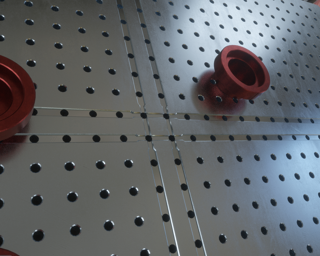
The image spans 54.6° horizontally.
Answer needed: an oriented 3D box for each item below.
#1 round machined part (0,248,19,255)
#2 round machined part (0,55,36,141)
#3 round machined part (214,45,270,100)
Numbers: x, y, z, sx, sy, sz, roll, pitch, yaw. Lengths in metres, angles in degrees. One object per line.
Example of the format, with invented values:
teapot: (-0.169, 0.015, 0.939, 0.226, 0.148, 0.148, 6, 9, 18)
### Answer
round machined part: (-0.142, 0.144, 0.233, 0.099, 0.042, 0.098, 13, 56, -21)
round machined part: (-0.182, -0.027, 0.316, 0.099, 0.042, 0.098, 13, 56, -21)
round machined part: (0.132, -0.088, 0.521, 0.099, 0.042, 0.098, 13, 56, -21)
